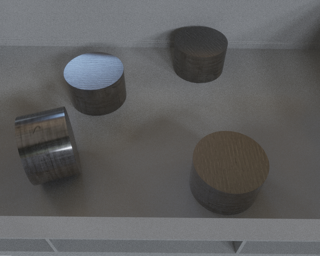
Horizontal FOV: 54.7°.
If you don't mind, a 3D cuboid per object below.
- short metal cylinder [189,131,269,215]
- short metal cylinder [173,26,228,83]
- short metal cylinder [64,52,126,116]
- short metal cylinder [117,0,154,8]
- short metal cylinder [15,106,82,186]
[{"bbox_3d":[0.075,0.050,0.348,0.081,0.050,0.080,0,50,0],"label":"short metal cylinder"},{"bbox_3d":[0.062,-0.116,0.487,0.081,0.050,0.080,0,50,0],"label":"short metal cylinder"},{"bbox_3d":[-0.090,-0.063,0.441,0.081,0.050,0.080,0,50,0],"label":"short metal cylinder"},{"bbox_3d":[-0.052,-0.290,0.634,0.081,0.050,0.080,0,50,0],"label":"short metal cylinder"},{"bbox_3d":[-0.124,0.020,0.351,0.050,0.080,0.080,-14,52,-12],"label":"short metal cylinder"}]
